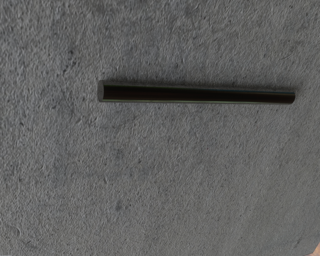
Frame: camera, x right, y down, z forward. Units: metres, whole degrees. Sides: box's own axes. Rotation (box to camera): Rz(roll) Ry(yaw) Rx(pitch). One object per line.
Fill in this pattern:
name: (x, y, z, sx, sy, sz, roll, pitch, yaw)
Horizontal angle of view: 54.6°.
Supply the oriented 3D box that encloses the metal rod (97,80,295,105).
metal rod: (0.068, -0.045, 0.414, 0.302, 0.025, 0.025, -2, 119, -28)
